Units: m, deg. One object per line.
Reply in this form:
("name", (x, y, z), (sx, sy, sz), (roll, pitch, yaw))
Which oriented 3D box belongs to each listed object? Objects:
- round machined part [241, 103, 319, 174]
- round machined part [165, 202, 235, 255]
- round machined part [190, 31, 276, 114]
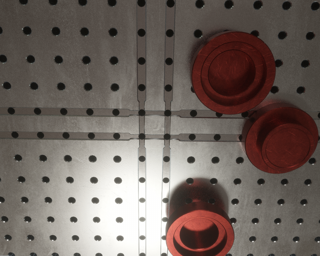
("round machined part", (0.163, 0.019, 0.414), (0.099, 0.042, 0.097), (0, 110, -1))
("round machined part", (0.057, 0.151, 0.461), (0.099, 0.042, 0.097), (0, 110, -1))
("round machined part", (0.086, -0.069, 0.380), (0.099, 0.042, 0.097), (0, 110, -1))
